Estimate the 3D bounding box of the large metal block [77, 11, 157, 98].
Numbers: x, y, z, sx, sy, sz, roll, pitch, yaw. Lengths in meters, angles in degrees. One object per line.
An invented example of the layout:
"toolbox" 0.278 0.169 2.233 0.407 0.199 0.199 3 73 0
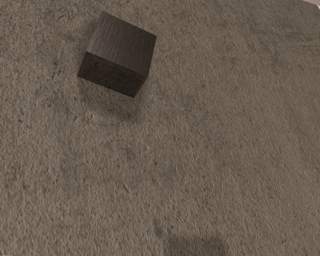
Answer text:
"large metal block" -0.056 -0.098 0.419 0.080 0.050 0.080 21 54 -16
